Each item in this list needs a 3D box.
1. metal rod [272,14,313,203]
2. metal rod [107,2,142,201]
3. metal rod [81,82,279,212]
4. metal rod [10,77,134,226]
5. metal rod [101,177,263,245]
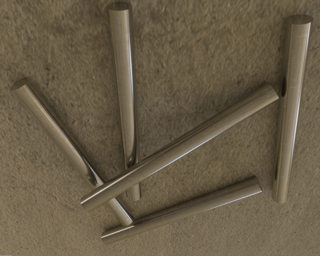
[{"bbox_3d":[0.169,0.001,0.410,0.025,0.025,0.298,-8,130,6],"label":"metal rod"},{"bbox_3d":[-0.040,-0.006,0.401,0.025,0.025,0.298,0,130,-1],"label":"metal rod"},{"bbox_3d":[0.015,0.033,0.412,0.300,0.025,0.025,-33,124,16],"label":"metal rod"},{"bbox_3d":[-0.110,0.054,0.451,0.025,0.025,0.299,-16,129,13],"label":"metal rod"},{"bbox_3d":[0.027,0.147,0.533,0.300,0.025,0.025,-25,126,19],"label":"metal rod"}]
